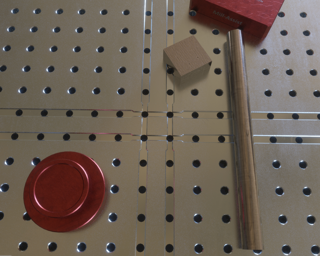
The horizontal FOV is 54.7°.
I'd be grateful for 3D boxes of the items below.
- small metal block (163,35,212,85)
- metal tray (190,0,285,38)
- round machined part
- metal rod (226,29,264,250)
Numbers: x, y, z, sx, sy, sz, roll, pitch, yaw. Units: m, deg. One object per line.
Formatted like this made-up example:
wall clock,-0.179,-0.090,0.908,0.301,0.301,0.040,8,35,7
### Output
small metal block,0.039,-0.099,0.448,0.050,0.025,0.050,-28,73,-10
metal tray,0.124,-0.205,0.485,0.130,0.030,0.090,26,72,9
round machined part,-0.116,0.075,0.374,0.099,0.042,0.098,0,70,0
metal rod,0.110,0.001,0.411,0.025,0.025,0.299,1,70,0
